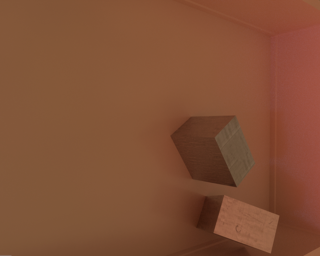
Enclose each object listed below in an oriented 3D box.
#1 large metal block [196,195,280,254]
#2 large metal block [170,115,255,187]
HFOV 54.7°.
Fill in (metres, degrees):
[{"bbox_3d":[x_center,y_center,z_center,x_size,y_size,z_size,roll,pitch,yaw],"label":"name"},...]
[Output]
[{"bbox_3d":[0.107,0.134,0.441,0.080,0.080,0.050,21,74,-4],"label":"large metal block"},{"bbox_3d":[0.073,0.030,0.432,0.050,0.080,0.080,-42,115,-32],"label":"large metal block"}]
